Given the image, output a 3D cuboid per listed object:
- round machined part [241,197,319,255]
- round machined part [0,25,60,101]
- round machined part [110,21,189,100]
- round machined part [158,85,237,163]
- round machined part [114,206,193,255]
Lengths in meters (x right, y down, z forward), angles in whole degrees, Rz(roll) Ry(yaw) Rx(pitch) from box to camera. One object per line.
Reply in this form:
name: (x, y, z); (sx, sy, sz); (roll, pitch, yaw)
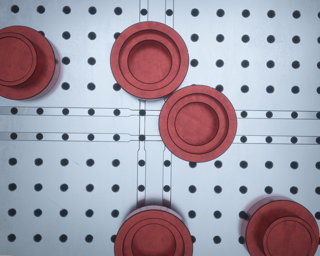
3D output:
round machined part: (0.162, 0.143, 0.407); (0.099, 0.042, 0.097); (0, 90, -1)
round machined part: (-0.185, -0.085, 0.402); (0.099, 0.042, 0.097); (0, 90, -1)
round machined part: (-0.013, -0.084, 0.405); (0.099, 0.042, 0.097); (0, 90, -1)
round machined part: (0.047, -0.006, 0.406); (0.099, 0.042, 0.097); (0, 90, -1)
round machined part: (-0.008, 0.150, 0.405); (0.099, 0.042, 0.097); (0, 90, -1)
